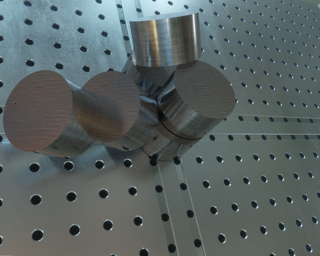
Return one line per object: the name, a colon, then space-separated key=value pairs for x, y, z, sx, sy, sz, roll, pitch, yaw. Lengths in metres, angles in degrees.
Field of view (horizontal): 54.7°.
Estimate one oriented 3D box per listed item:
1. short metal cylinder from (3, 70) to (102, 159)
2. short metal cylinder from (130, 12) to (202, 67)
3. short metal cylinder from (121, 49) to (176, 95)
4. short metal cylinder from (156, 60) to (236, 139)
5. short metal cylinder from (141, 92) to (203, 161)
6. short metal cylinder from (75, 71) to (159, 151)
short metal cylinder: x=-0.107 y=-0.012 z=0.314 sx=0.050 sy=0.080 sz=0.080 roll=34 pitch=33 yaw=-65
short metal cylinder: x=0.008 y=-0.107 z=0.369 sx=0.081 sy=0.080 sz=0.050 roll=-27 pitch=120 yaw=-37
short metal cylinder: x=-0.010 y=-0.075 z=0.432 sx=0.081 sy=0.050 sz=0.080 roll=13 pitch=56 yaw=-21
short metal cylinder: x=0.041 y=-0.033 z=0.368 sx=0.081 sy=0.050 sz=0.080 roll=13 pitch=56 yaw=-21
short metal cylinder: x=0.013 y=-0.004 z=0.400 sx=0.081 sy=0.050 sz=0.080 roll=14 pitch=56 yaw=-21
short metal cylinder: x=-0.048 y=-0.017 z=0.348 sx=0.050 sy=0.080 sz=0.080 roll=33 pitch=34 yaw=-65
